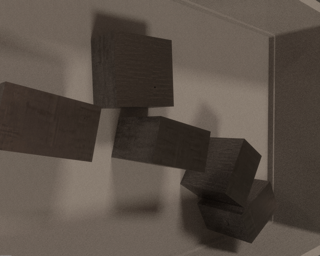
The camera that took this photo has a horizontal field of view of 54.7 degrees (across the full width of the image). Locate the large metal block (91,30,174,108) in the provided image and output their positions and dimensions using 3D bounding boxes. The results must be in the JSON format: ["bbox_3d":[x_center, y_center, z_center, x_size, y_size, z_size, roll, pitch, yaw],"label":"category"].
[{"bbox_3d":[-0.032,-0.064,0.365,0.081,0.050,0.079,-4,93,-40],"label":"large metal block"}]

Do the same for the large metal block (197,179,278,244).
[{"bbox_3d":[0.119,0.119,0.474,0.081,0.080,0.050,-34,112,-35],"label":"large metal block"}]

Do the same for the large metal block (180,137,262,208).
[{"bbox_3d":[0.088,0.061,0.447,0.050,0.080,0.080,39,66,-34],"label":"large metal block"}]

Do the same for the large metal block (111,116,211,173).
[{"bbox_3d":[0.001,0.020,0.374,0.081,0.080,0.050,16,80,-39],"label":"large metal block"}]

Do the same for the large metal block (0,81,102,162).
[{"bbox_3d":[-0.112,-0.002,0.278,0.081,0.080,0.050,14,81,-40],"label":"large metal block"}]
